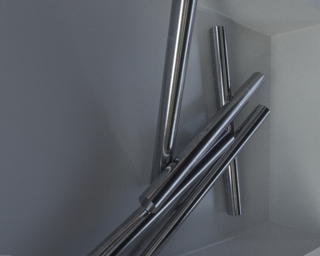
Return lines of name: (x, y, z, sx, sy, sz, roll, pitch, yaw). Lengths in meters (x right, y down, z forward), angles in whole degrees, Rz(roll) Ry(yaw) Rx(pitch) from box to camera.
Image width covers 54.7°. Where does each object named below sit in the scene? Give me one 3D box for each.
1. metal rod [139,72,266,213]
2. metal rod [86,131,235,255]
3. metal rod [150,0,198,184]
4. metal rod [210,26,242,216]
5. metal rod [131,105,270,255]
metal rod: (0.075, 0.001, 0.427, 0.302, 0.025, 0.025, -43, 116, -36)
metal rod: (-0.002, 0.090, 0.368, 0.302, 0.025, 0.025, -37, 113, -33)
metal rod: (0.015, -0.054, 0.341, 0.025, 0.025, 0.298, -17, 125, -39)
metal rod: (0.106, -0.008, 0.495, 0.025, 0.025, 0.298, -11, 97, -40)
metal rod: (0.070, 0.070, 0.443, 0.301, 0.025, 0.025, -45, 118, -23)
